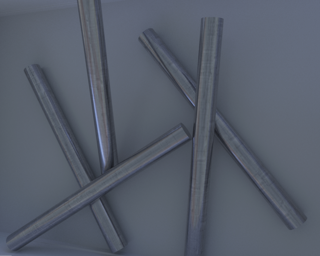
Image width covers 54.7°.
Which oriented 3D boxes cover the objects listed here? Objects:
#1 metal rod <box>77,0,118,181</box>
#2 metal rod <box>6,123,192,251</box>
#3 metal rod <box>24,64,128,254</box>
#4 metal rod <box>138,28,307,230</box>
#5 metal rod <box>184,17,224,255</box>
[{"bbox_3d":[-0.073,-0.060,0.370,0.025,0.025,0.298,8,118,19],"label":"metal rod"},{"bbox_3d":[-0.089,0.084,0.411,0.300,0.025,0.025,-34,79,13],"label":"metal rod"},{"bbox_3d":[-0.127,0.038,0.453,0.025,0.025,0.299,-32,80,17],"label":"metal rod"},{"bbox_3d":[0.070,-0.008,0.385,0.025,0.025,0.299,-40,78,15],"label":"metal rod"},{"bbox_3d":[0.050,0.025,0.370,0.025,0.025,0.298,7,100,19],"label":"metal rod"}]
